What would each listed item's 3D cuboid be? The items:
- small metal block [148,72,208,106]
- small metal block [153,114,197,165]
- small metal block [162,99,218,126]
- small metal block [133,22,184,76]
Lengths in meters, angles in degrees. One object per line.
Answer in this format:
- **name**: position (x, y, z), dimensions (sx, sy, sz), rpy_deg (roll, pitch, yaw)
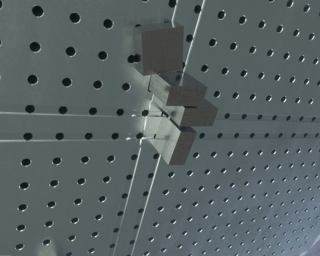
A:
- **small metal block**: position (0.021, -0.048, 0.378), dimensions (0.050, 0.050, 0.025), rpy_deg (-2, 119, -28)
- **small metal block**: position (0.018, 0.015, 0.416), dimensions (0.025, 0.050, 0.050), rpy_deg (5, 116, -31)
- **small metal block**: position (0.038, -0.025, 0.402), dimensions (0.050, 0.050, 0.025), rpy_deg (0, 119, -29)
- **small metal block**: position (-0.002, -0.091, 0.355), dimensions (0.050, 0.025, 0.050), rpy_deg (-15, 125, -21)
